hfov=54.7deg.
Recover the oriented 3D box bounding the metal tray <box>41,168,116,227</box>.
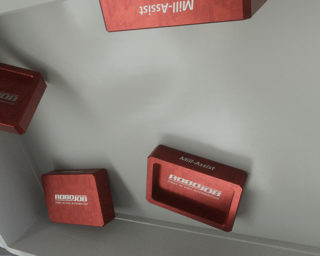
[{"bbox_3d":[-0.144,0.119,0.537,0.130,0.030,0.089,-6,97,31],"label":"metal tray"}]

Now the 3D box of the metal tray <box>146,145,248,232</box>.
[{"bbox_3d":[0.046,0.084,0.432,0.130,0.030,0.089,16,125,18],"label":"metal tray"}]

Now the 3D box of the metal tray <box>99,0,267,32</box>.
[{"bbox_3d":[0.023,-0.117,0.281,0.130,0.090,0.030,4,120,26],"label":"metal tray"}]

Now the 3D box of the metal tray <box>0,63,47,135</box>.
[{"bbox_3d":[-0.243,-0.050,0.441,0.131,0.090,0.030,14,156,1],"label":"metal tray"}]
